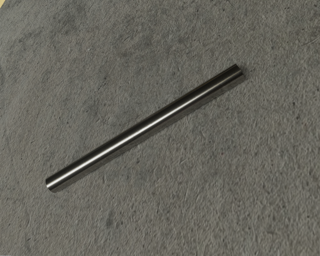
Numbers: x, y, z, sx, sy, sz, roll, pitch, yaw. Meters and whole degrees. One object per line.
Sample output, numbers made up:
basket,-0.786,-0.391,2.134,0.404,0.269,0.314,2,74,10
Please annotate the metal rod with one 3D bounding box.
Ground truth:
metal rod,-0.025,0.004,0.417,0.300,0.025,0.025,-31,52,8
